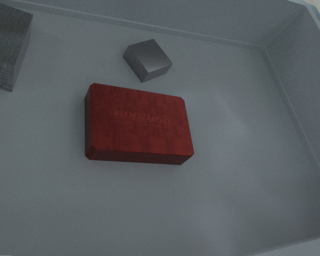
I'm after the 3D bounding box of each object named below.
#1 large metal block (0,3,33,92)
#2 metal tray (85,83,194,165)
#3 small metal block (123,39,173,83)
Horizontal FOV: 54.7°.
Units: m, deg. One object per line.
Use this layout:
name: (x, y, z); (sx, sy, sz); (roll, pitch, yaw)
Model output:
large metal block: (-0.195, -0.096, 0.343); (0.081, 0.050, 0.080); (15, 56, -20)
metal tray: (-0.026, -0.003, 0.392); (0.131, 0.030, 0.090); (6, 59, -25)
small metal block: (-0.018, -0.100, 0.459); (0.050, 0.025, 0.050); (-28, 78, -38)
